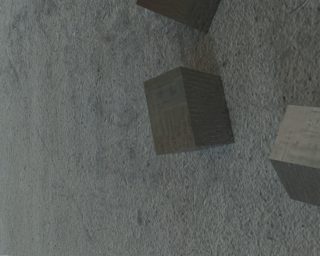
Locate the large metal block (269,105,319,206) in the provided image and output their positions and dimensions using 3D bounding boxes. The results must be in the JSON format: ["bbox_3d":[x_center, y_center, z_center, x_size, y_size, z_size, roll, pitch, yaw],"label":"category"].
[{"bbox_3d":[0.142,0.029,0.242,0.080,0.080,0.050,10,63,39],"label":"large metal block"}]

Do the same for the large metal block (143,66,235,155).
[{"bbox_3d":[0.034,-0.016,0.341,0.050,0.081,0.080,-17,80,39],"label":"large metal block"}]

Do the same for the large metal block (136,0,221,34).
[{"bbox_3d":[0.028,-0.168,0.365,0.080,0.050,0.079,35,112,34],"label":"large metal block"}]
